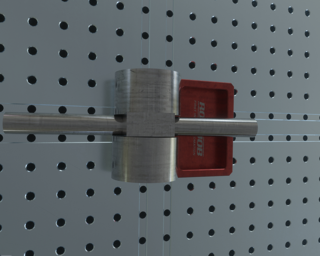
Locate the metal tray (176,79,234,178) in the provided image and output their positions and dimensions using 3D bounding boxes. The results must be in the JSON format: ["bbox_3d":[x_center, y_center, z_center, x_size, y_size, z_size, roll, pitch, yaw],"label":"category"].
[{"bbox_3d":[0.055,0.001,0.430,0.091,0.030,0.129,1,90,-20],"label":"metal tray"}]

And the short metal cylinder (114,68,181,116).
[{"bbox_3d":[-0.015,-0.040,0.376,0.081,0.080,0.050,1,90,-20],"label":"short metal cylinder"}]

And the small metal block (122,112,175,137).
[{"bbox_3d":[-0.014,-0.004,0.343,0.050,0.050,0.025,1,90,-12],"label":"small metal block"}]

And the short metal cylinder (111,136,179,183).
[{"bbox_3d":[-0.018,0.035,0.376,0.081,0.080,0.050,1,90,-20],"label":"short metal cylinder"}]

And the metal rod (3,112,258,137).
[{"bbox_3d":[-0.025,-0.003,0.378,0.302,0.025,0.025,1,90,-11],"label":"metal rod"}]
